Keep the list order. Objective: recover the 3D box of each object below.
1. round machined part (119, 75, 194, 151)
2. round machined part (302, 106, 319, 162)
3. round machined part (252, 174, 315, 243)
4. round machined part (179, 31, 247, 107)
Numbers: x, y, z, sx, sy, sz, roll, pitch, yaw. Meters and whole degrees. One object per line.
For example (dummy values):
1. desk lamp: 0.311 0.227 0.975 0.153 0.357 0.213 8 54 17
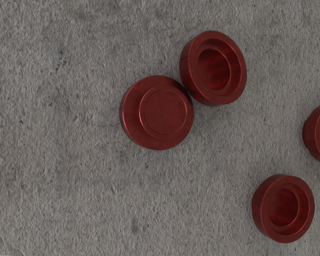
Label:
1. round machined part: 0.000 -0.019 0.400 0.099 0.042 0.097 0 90 -20
2. round machined part: 0.271 0.009 0.500 0.099 0.042 0.097 0 90 -20
3. round machined part: 0.179 0.118 0.466 0.099 0.042 0.097 0 90 -20
4. round machined part: 0.066 -0.076 0.417 0.099 0.042 0.097 4 81 -30
